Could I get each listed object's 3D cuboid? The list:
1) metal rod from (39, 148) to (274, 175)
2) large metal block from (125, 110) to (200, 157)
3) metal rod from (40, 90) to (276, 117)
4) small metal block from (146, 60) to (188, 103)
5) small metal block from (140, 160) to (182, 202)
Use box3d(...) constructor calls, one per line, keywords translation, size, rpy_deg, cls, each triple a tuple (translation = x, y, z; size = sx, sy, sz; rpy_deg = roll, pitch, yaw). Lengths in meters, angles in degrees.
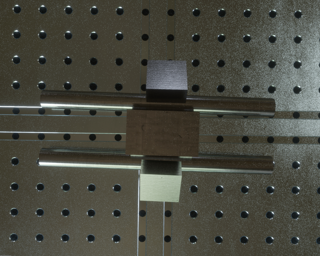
box3d(translation=(-0.004, 0.044, 0.410), size=(0.302, 0.025, 0.025), rpy_deg=(2, 90, -1), cls="metal rod")
box3d(translation=(0.003, 0.006, 0.381), size=(0.081, 0.080, 0.050), rpy_deg=(2, 90, 0), cls="large metal block")
box3d(translation=(-0.002, -0.032, 0.409), size=(0.302, 0.025, 0.025), rpy_deg=(2, 90, -1), cls="metal rod")
box3d(translation=(0.008, -0.060, 0.398), size=(0.050, 0.025, 0.050), rpy_deg=(1, 56, -1), cls="small metal block")
box3d(translation=(0.001, 0.068, 0.398), size=(0.050, 0.025, 0.050), rpy_deg=(3, 128, -1), cls="small metal block")
